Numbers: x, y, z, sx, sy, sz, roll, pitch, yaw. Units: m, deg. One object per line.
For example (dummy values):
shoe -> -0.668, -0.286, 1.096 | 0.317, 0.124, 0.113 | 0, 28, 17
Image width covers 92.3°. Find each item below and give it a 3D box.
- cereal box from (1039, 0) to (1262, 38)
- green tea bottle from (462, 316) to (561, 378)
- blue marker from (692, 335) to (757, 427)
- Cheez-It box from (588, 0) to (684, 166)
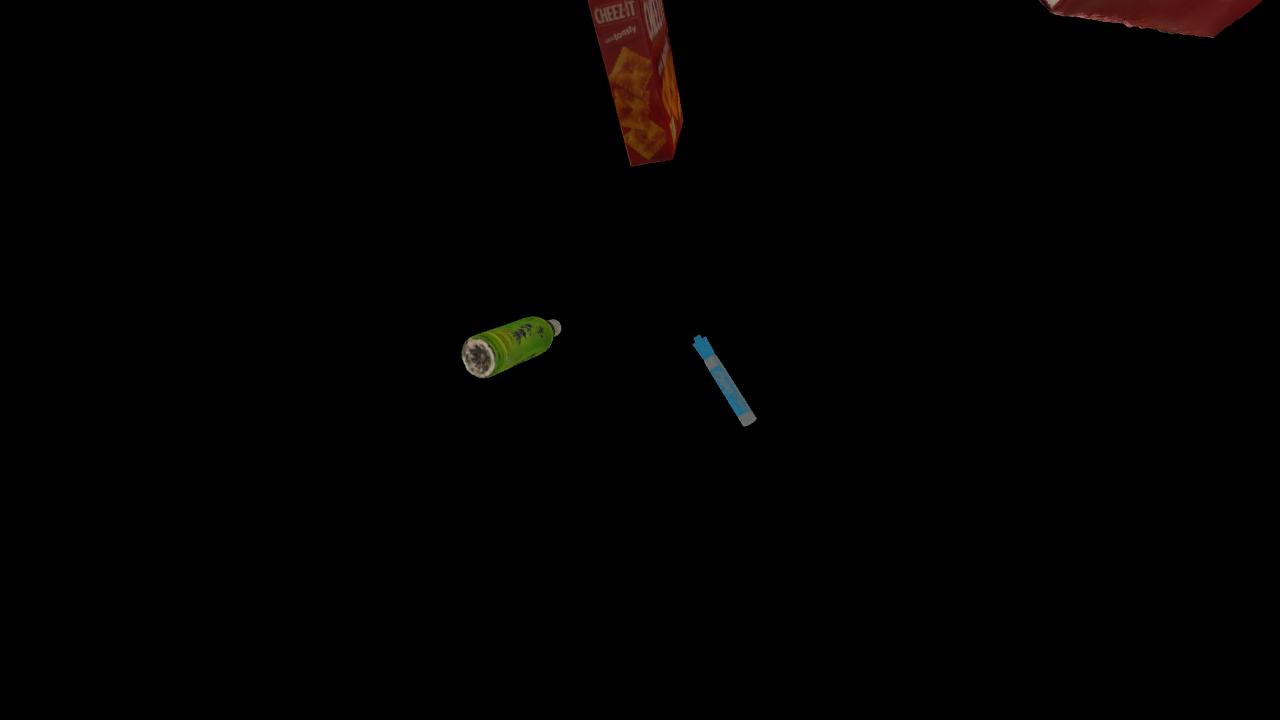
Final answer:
cereal box -> 0.381, -0.317, 0.301 | 0.203, 0.081, 0.306 | -10, -20, -24
green tea bottle -> -0.201, -0.032, 1.020 | 0.073, 0.073, 0.212 | 0, 17, 26
blue marker -> 0.099, 0.023, 0.726 | 0.020, 0.121, 0.020 | -32, 2, 1
Cheez-It box -> 0.003, -0.408, 0.852 | 0.071, 0.223, 0.166 | -5, 38, 15
